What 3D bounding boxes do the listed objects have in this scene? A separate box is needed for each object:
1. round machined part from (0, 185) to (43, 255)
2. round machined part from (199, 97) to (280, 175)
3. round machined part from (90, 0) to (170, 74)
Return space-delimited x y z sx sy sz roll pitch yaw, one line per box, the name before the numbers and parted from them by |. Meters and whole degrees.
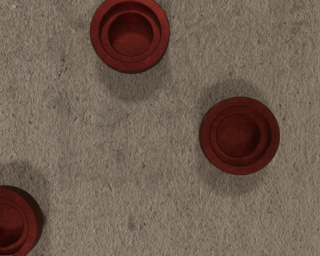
round machined part | -0.199 0.122 0.399 0.099 0.042 0.097 0 90 -1
round machined part | 0.099 0.010 0.403 0.099 0.042 0.097 0 90 -1
round machined part | -0.037 -0.118 0.401 0.099 0.042 0.097 0 90 -1
